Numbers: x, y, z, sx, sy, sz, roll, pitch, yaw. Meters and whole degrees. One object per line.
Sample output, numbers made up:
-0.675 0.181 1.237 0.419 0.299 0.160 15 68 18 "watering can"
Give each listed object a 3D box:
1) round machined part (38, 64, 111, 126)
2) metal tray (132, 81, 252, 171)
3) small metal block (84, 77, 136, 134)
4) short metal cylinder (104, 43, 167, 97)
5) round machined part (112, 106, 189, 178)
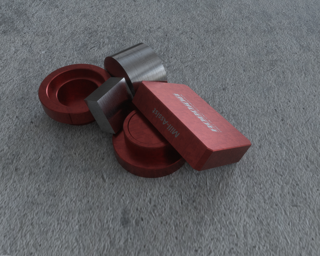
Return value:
-0.111 -0.041 0.427 0.099 0.042 0.098 0 50 0 "round machined part"
0.037 -0.008 0.380 0.091 0.030 0.130 -4 41 -46 "metal tray"
-0.059 -0.029 0.389 0.025 0.050 0.050 9 45 39 "small metal block"
-0.034 -0.071 0.429 0.050 0.080 0.080 -31 57 -23 "short metal cylinder"
-0.010 0.010 0.385 0.099 0.042 0.098 0 50 0 "round machined part"
